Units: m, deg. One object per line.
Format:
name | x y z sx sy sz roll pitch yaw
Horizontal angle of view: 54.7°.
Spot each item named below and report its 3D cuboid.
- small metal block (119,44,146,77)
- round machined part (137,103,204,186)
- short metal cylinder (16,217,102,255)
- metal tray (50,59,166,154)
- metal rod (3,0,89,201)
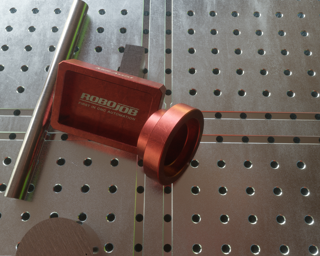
small metal block | -0.038 -0.078 0.425 0.025 0.050 0.050 9 68 3
round machined part | 0.010 0.016 0.370 0.042 0.098 0.098 25 71 27
short metal cylinder | -0.110 0.143 0.345 0.081 0.050 0.080 0 70 0
metal tray | -0.066 -0.027 0.391 0.131 0.030 0.089 17 109 5
metal rod | -0.150 -0.052 0.428 0.025 0.025 0.299 10 70 3
